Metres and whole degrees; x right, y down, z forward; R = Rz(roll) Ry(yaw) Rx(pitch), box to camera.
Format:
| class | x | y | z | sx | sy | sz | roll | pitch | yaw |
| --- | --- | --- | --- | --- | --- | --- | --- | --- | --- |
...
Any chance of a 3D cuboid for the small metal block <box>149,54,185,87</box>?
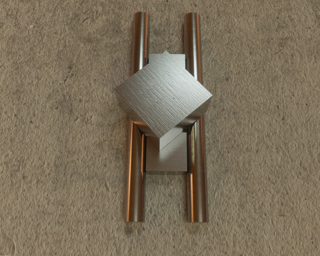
| class | x | y | z | sx | sy | sz | roll | pitch | yaw |
| --- | --- | --- | --- | --- | --- | --- | --- | --- | --- |
| small metal block | 0.009 | -0.076 | 0.436 | 0.050 | 0.025 | 0.050 | 1 | 70 | 0 |

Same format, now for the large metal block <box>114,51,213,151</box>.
| class | x | y | z | sx | sy | sz | roll | pitch | yaw |
| --- | --- | --- | --- | --- | --- | --- | --- | --- | --- |
| large metal block | 0.004 | -0.033 | 0.379 | 0.080 | 0.050 | 0.080 | -39 | 75 | -13 |

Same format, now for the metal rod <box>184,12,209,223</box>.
| class | x | y | z | sx | sy | sz | roll | pitch | yaw |
| --- | --- | --- | --- | --- | --- | --- | --- | --- | --- |
| metal rod | 0.047 | -0.028 | 0.420 | 0.025 | 0.025 | 0.299 | 1 | 70 | 0 |

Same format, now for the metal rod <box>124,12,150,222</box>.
| class | x | y | z | sx | sy | sz | roll | pitch | yaw |
| --- | --- | --- | --- | --- | --- | --- | --- | --- | --- |
| metal rod | -0.029 | -0.028 | 0.420 | 0.025 | 0.025 | 0.299 | 1 | 70 | 0 |

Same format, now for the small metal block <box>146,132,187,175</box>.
| class | x | y | z | sx | sy | sz | roll | pitch | yaw |
| --- | --- | --- | --- | --- | --- | --- | --- | --- | --- |
| small metal block | 0.008 | 0.033 | 0.396 | 0.050 | 0.025 | 0.050 | 1 | 70 | 0 |
